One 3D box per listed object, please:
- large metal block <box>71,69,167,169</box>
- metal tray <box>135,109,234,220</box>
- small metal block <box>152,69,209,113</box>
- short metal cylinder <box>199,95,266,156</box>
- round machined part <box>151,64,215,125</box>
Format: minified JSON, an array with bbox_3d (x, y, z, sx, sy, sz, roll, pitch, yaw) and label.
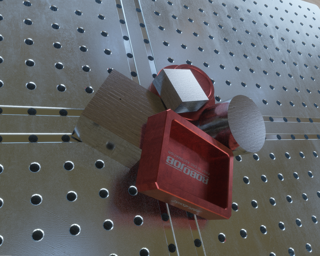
[{"bbox_3d":[-0.046,-0.011,0.374,0.080,0.050,0.080,31,52,-8],"label":"large metal block"},{"bbox_3d":[0.036,0.047,0.359,0.130,0.030,0.090,31,55,-37],"label":"metal tray"},{"bbox_3d":[0.026,-0.047,0.391,0.050,0.025,0.050,-9,63,-44],"label":"small metal block"},{"bbox_3d":[0.102,-0.001,0.433,0.081,0.050,0.080,13,68,-36],"label":"short metal cylinder"},{"bbox_3d":[0.039,-0.054,0.451,0.099,0.042,0.098,14,56,-21],"label":"round machined part"}]
